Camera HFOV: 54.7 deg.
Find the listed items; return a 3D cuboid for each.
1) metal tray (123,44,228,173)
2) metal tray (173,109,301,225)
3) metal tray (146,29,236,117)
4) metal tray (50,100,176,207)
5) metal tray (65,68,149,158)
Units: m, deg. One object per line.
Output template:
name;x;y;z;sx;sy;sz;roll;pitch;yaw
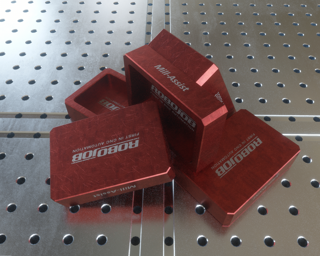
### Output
metal tray;0.011;-0.022;0.345;0.030;0.089;0.130;-31;57;-24
metal tray;0.090;0.040;0.370;0.131;0.030;0.090;-34;58;-26
metal tray;0.043;-0.057;0.389;0.030;0.130;0.090;-47;60;1
metal tray;-0.056;0.028;0.349;0.131;0.030;0.090;-15;61;6
metal tray;-0.051;-0.025;0.424;0.130;0.030;0.090;29;56;22
